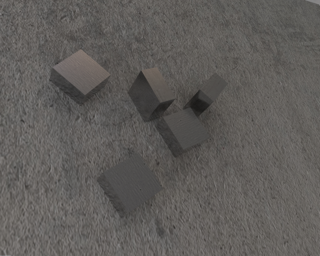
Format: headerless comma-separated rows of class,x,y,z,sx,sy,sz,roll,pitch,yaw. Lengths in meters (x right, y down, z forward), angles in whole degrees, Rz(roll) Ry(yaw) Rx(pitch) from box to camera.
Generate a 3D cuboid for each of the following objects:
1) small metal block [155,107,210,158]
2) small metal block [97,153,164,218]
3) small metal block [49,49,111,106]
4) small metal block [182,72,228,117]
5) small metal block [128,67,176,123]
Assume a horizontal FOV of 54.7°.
small metal block,0.031,0.005,0.417,0.050,0.025,0.050,-22,73,-36
small metal block,-0.033,0.063,0.347,0.050,0.025,0.050,-28,77,-37
small metal block,-0.100,-0.064,0.389,0.050,0.025,0.050,41,51,-1
small metal block,0.066,-0.046,0.451,0.025,0.050,0.050,42,51,0
small metal block,-0.012,-0.043,0.407,0.025,0.050,0.050,-19,72,-35
